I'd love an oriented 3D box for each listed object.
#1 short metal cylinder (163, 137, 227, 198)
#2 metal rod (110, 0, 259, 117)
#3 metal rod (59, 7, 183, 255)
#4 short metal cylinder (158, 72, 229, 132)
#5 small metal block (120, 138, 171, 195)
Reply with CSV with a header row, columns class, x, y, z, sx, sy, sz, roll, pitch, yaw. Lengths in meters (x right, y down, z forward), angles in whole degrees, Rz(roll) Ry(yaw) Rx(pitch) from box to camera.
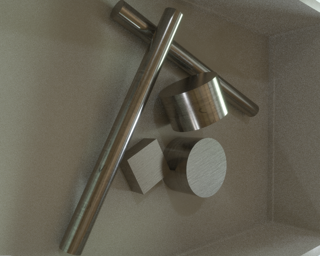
class,x,y,z,sx,sy,sz,roll,pitch,yaw
short metal cylinder,0.048,0.053,0.433,0.081,0.050,0.079,0,90,-40
metal rod,0.056,-0.085,0.455,0.301,0.025,0.025,27,73,-37
metal rod,-0.039,-0.006,0.357,0.025,0.025,0.299,31,77,-36
short metal cylinder,0.045,-0.036,0.410,0.081,0.080,0.050,-36,112,-35
small metal block,-0.020,0.047,0.392,0.050,0.025,0.050,-36,112,-34
